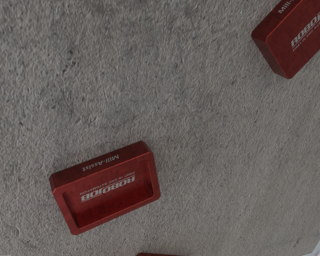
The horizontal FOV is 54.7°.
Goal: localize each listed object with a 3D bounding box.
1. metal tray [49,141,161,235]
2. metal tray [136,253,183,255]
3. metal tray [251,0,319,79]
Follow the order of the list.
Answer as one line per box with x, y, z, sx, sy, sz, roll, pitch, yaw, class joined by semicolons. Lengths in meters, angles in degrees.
-0.068;0.080;0.415;0.131;0.030;0.089;-20;126;-16;metal tray
-0.005;0.278;0.572;0.131;0.030;0.090;22;106;-36;metal tray
0.196;-0.143;0.422;0.130;0.030;0.090;-47;129;5;metal tray
